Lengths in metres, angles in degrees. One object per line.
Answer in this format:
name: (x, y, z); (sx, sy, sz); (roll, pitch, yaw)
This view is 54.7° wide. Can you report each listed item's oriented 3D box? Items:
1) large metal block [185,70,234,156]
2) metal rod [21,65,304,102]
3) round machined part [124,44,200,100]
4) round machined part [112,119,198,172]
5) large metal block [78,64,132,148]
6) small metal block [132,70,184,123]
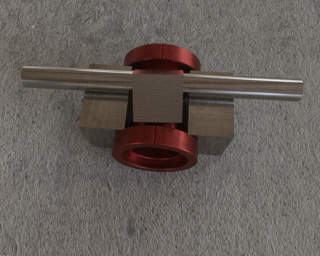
large metal block: (0.058, -0.015, 0.386); (0.050, 0.080, 0.080); (4, 70, 1)
metal rod: (0.002, -0.049, 0.342); (0.302, 0.025, 0.025); (3, 70, 1)
round machined part: (0.002, -0.061, 0.393); (0.099, 0.098, 0.042); (4, 71, 1)
round machined part: (-0.005, 0.017, 0.364); (0.099, 0.098, 0.042); (4, 65, 1)
large metal block: (-0.061, -0.023, 0.388); (0.050, 0.080, 0.080); (4, 70, 1)
small metal block: (-0.002, -0.033, 0.322); (0.050, 0.025, 0.050); (1, 111, 2)
